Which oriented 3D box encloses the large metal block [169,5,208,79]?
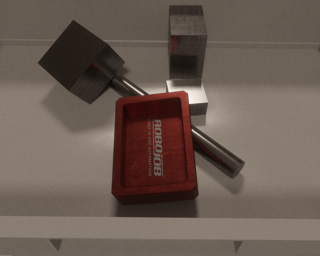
[{"bbox_3d":[0.040,-0.133,0.482,0.050,0.080,0.080,0,50,-1],"label":"large metal block"}]

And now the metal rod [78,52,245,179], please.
[{"bbox_3d":[-0.015,-0.031,0.431,0.300,0.025,0.025,37,59,26],"label":"metal rod"}]

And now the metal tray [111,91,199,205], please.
[{"bbox_3d":[-0.006,0.020,0.364,0.090,0.030,0.130,-6,58,5],"label":"metal tray"}]

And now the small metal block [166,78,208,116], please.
[{"bbox_3d":[0.037,-0.044,0.442,0.050,0.025,0.050,-5,50,-5],"label":"small metal block"}]

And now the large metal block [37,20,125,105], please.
[{"bbox_3d":[-0.112,-0.094,0.445,0.080,0.050,0.080,39,90,27],"label":"large metal block"}]
